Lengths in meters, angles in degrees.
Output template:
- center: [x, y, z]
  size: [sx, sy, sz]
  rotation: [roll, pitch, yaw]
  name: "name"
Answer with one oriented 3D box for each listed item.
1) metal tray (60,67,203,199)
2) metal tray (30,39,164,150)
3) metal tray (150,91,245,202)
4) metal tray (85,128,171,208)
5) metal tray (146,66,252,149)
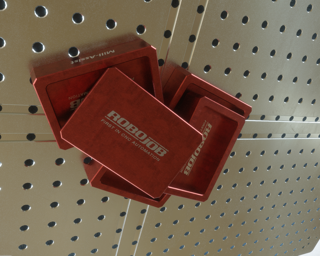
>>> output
- center: [-0.029, 0.006, 0.343]
  size: [0.130, 0.030, 0.090]
  rotation: [37, 90, -17]
  name: "metal tray"
- center: [-0.064, -0.038, 0.349]
  size: [0.131, 0.030, 0.090]
  rotation: [-20, 126, -16]
  name: "metal tray"
- center: [0.050, 0.028, 0.411]
  size: [0.090, 0.030, 0.129]
  rotation: [22, 95, -36]
  name: "metal tray"
- center: [-0.024, 0.054, 0.428]
  size: [0.131, 0.030, 0.090]
  rotation: [29, 102, -38]
  name: "metal tray"
- center: [0.056, -0.017, 0.426]
  size: [0.131, 0.030, 0.090]
  rotation: [21, 107, -35]
  name: "metal tray"
